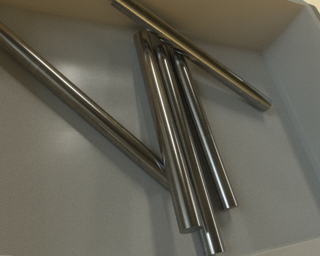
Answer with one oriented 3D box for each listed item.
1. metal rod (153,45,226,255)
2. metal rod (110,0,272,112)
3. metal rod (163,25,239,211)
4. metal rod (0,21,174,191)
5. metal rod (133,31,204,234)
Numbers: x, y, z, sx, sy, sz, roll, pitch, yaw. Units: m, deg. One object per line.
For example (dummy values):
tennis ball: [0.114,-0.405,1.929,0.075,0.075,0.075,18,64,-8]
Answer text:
metal rod: [0.030,0.012,0.416,0.025,0.025,0.299,1,61,-28]
metal rod: [0.061,-0.109,0.478,0.301,0.025,0.025,30,51,-20]
metal rod: [0.050,-0.030,0.452,0.025,0.025,0.299,-2,63,-30]
metal rod: [-0.097,-0.031,0.372,0.300,0.025,0.025,41,51,-1]
metal rod: [0.002,-0.018,0.397,0.025,0.025,0.299,5,53,-26]
